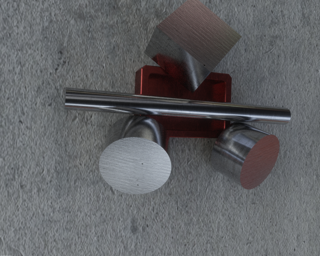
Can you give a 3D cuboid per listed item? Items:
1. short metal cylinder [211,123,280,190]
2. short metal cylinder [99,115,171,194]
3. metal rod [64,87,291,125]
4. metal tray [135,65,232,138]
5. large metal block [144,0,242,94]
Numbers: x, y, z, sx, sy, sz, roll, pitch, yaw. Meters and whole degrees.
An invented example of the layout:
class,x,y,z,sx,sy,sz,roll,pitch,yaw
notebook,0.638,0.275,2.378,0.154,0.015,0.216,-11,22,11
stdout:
class,x,y,z,sx,sy,sz,roll,pitch,yaw
short metal cylinder,0.117,0.036,0.423,0.081,0.050,0.079,-20,123,-33
short metal cylinder,-0.027,0.031,0.367,0.081,0.050,0.079,0,120,0
metal rod,0.037,-0.025,0.392,0.302,0.025,0.025,3,89,-20
metal tray,0.032,-0.032,0.420,0.131,0.030,0.089,2,89,-20
large metal block,0.041,-0.105,0.389,0.080,0.050,0.080,41,60,0
